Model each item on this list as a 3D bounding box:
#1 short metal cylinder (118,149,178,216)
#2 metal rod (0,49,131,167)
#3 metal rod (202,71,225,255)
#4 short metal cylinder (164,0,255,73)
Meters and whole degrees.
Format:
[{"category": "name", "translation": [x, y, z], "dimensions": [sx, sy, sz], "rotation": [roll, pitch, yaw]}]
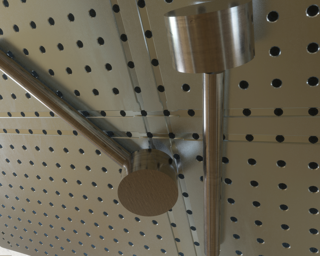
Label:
[{"category": "short metal cylinder", "translation": [-0.015, 0.076, 0.432], "dimensions": [0.080, 0.050, 0.079], "rotation": [0, 118, 1]}, {"category": "metal rod", "translation": [-0.149, -0.029, 0.471], "dimensions": [0.300, 0.025, 0.025], "rotation": [38, 129, 2]}, {"category": "metal rod", "translation": [0.070, 0.066, 0.414], "dimensions": [0.025, 0.025, 0.298], "rotation": [9, 123, 23]}, {"category": "short metal cylinder", "translation": [0.048, -0.089, 0.295], "dimensions": [0.080, 0.080, 0.050], "rotation": [3, 120, 27]}]
